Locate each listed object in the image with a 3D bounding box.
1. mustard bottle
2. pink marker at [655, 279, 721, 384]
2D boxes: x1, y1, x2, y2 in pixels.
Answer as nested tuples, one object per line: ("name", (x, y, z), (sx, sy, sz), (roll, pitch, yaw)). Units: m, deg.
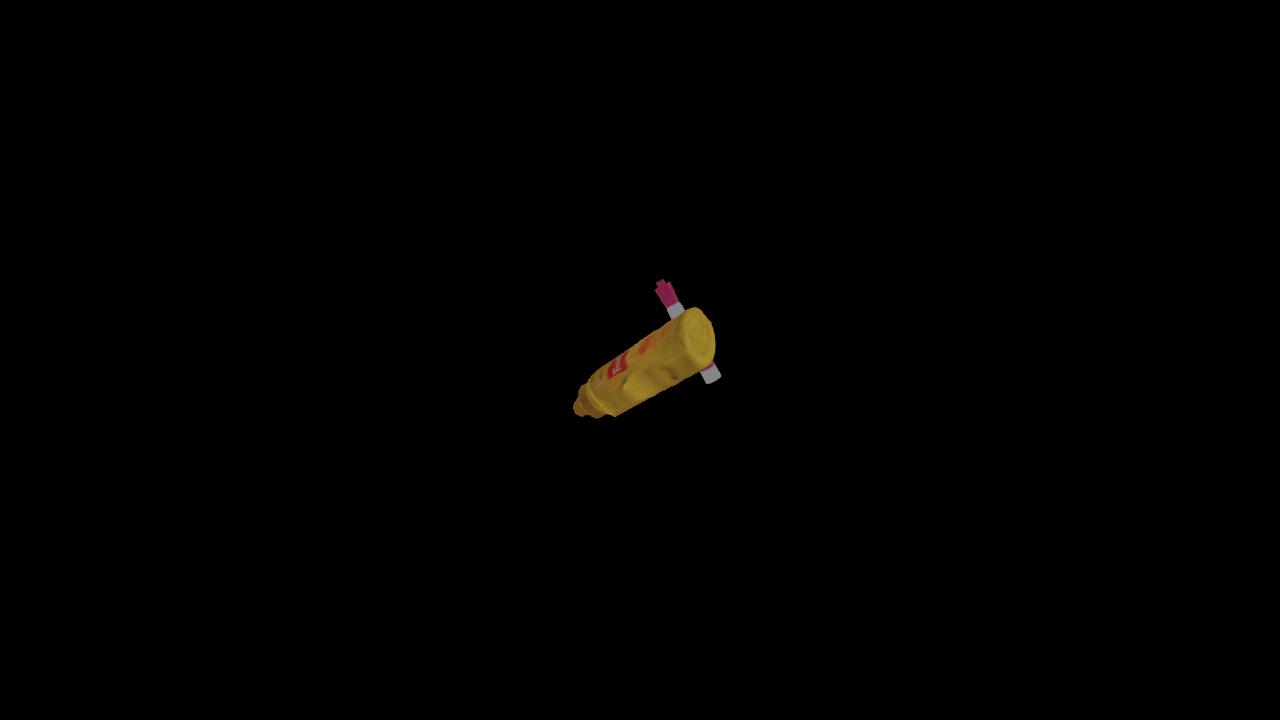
("mustard bottle", (-0.005, 0.017, 0.668), (0.184, 0.054, 0.092), (-32, 27, 30))
("pink marker", (0.050, -0.031, 0.652), (0.020, 0.121, 0.020), (-29, 7, 4))
